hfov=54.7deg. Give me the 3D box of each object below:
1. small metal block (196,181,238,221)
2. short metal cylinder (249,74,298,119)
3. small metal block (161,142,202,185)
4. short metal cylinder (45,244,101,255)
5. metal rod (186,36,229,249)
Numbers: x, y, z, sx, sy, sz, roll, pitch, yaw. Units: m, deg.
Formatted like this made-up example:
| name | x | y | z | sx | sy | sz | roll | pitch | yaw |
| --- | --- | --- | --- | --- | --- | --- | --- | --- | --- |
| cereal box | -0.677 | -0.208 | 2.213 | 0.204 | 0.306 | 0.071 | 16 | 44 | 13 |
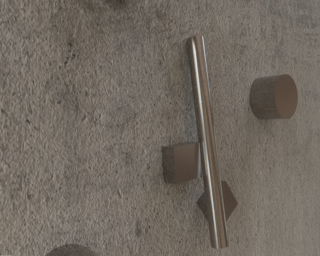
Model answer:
| name | x | y | z | sx | sy | sz | roll | pitch | yaw |
| --- | --- | --- | --- | --- | --- | --- | --- | --- | --- |
| small metal block | 0.090 | 0.117 | 0.483 | 0.050 | 0.025 | 0.050 | -45 | 117 | -31 |
| short metal cylinder | 0.209 | -0.056 | 0.567 | 0.081 | 0.050 | 0.079 | 0 | 90 | -40 |
| small metal block | 0.031 | 0.047 | 0.433 | 0.050 | 0.025 | 0.050 | -8 | 95 | -40 |
| short metal cylinder | -0.087 | 0.167 | 0.317 | 0.081 | 0.050 | 0.079 | 0 | 90 | -40 |
| metal rod | 0.068 | 0.018 | 0.444 | 0.025 | 0.025 | 0.298 | -5 | 87 | -40 |
